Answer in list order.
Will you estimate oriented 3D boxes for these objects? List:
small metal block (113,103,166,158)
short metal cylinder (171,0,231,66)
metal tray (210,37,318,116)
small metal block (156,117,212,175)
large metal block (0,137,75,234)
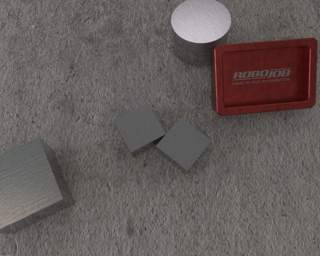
[{"bbox_3d":[-0.026,0.003,0.407,0.050,0.025,0.050,-28,72,-10],"label":"small metal block"},{"bbox_3d":[0.057,-0.136,0.441,0.080,0.050,0.080,-1,66,3],"label":"short metal cylinder"},{"bbox_3d":[0.135,-0.067,0.407,0.131,0.030,0.089,-5,103,-2],"label":"metal tray"},{"bbox_3d":[0.030,0.023,0.400,0.050,0.025,0.050,38,74,12],"label":"small metal block"},{"bbox_3d":[-0.160,0.069,0.368,0.080,0.050,0.080,-25,72,-9],"label":"large metal block"}]
